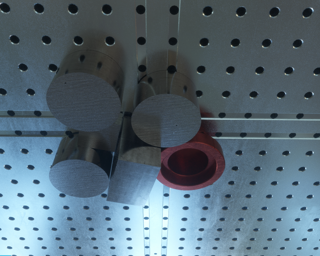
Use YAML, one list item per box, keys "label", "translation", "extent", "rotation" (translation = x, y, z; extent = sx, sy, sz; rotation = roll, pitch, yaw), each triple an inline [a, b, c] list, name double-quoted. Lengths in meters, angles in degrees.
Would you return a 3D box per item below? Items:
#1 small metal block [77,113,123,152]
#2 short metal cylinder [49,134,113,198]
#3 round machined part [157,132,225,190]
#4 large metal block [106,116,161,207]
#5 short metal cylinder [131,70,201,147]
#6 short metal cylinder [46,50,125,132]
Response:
- label: "small metal block"
  translation: [-0.080, 0.002, 0.412]
  extent: [0.050, 0.025, 0.050]
  rotation: [11, 129, -10]
- label: "short metal cylinder"
  translation: [-0.110, 0.054, 0.440]
  extent: [0.081, 0.050, 0.079]
  rotation: [0, 130, 0]
- label: "round machined part"
  translation: [0.039, 0.041, 0.435]
  extent: [0.099, 0.042, 0.097]
  rotation: [0, 130, 0]
- label: "large metal block"
  translation: [-0.034, 0.044, 0.408]
  extent: [0.050, 0.080, 0.079]
  rotation: [12, 129, -10]
- label: "short metal cylinder"
  translation: [0.007, -0.022, 0.376]
  extent: [0.081, 0.050, 0.079]
  rotation: [0, 130, 0]
- label: "short metal cylinder"
  translation: [-0.083, -0.042, 0.358]
  extent: [0.081, 0.050, 0.079]
  rotation: [0, 130, 0]
